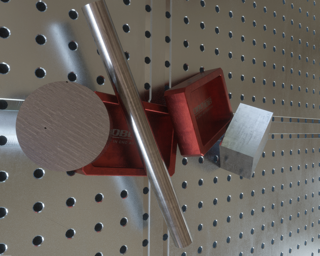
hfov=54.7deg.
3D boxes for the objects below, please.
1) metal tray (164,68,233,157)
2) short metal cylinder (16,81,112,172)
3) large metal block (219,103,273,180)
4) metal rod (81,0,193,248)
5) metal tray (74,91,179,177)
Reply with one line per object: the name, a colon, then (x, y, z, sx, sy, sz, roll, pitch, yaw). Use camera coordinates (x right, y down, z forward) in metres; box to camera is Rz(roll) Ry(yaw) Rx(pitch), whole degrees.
metal tray: (0.061, -0.026, 0.432, 0.131, 0.030, 0.089, -35, 113, -52)
short metal cylinder: (-0.087, 0.000, 0.296, 0.081, 0.050, 0.080, 0, 86, -5)
large metal block: (0.133, 0.022, 0.481, 0.080, 0.050, 0.080, -59, 154, -23)
metal rod: (-0.019, 0.010, 0.354, 0.025, 0.025, 0.298, -32, 110, -36)
metal tray: (-0.036, 0.012, 0.375, 0.131, 0.030, 0.089, 9, 85, -40)
